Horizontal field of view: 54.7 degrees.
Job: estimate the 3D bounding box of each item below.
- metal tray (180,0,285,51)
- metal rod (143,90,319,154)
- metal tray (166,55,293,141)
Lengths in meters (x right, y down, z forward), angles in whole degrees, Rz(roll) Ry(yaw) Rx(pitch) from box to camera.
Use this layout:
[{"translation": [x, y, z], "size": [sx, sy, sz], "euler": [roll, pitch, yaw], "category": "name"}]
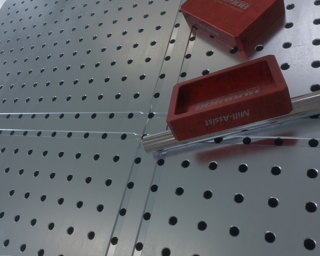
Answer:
[{"translation": [0.104, -0.177, 0.460], "size": [0.090, 0.030, 0.130], "euler": [-43, 51, -2], "category": "metal tray"}, {"translation": [0.120, -0.014, 0.353], "size": [0.301, 0.025, 0.025], "euler": [-15, 56, 19], "category": "metal rod"}, {"translation": [0.077, -0.037, 0.364], "size": [0.130, 0.030, 0.090], "euler": [-15, 32, 19], "category": "metal tray"}]
